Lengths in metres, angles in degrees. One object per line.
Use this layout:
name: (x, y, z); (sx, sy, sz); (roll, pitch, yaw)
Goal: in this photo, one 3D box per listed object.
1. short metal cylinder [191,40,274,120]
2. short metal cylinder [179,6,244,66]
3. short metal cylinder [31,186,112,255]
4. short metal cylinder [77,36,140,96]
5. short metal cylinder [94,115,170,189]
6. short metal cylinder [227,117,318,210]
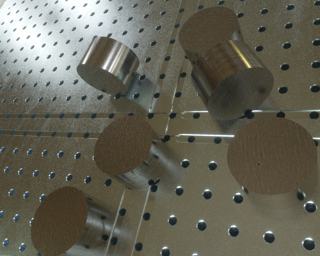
short metal cylinder: (0.083, -0.054, 0.363); (0.080, 0.080, 0.050); (-29, 52, 9)
short metal cylinder: (0.073, -0.119, 0.427); (0.080, 0.050, 0.080); (-13, 56, 21)
short metal cylinder: (-0.106, 0.117, 0.376); (0.080, 0.050, 0.080); (-13, 56, 21)
short metal cylinder: (-0.078, -0.092, 0.471); (0.080, 0.080, 0.050); (9, 67, 32)
short metal cylinder: (-0.035, 0.031, 0.391); (0.080, 0.050, 0.080); (-13, 56, 20)
short metal cylinder: (0.114, 0.036, 0.311); (0.080, 0.050, 0.080); (-13, 56, 21)
